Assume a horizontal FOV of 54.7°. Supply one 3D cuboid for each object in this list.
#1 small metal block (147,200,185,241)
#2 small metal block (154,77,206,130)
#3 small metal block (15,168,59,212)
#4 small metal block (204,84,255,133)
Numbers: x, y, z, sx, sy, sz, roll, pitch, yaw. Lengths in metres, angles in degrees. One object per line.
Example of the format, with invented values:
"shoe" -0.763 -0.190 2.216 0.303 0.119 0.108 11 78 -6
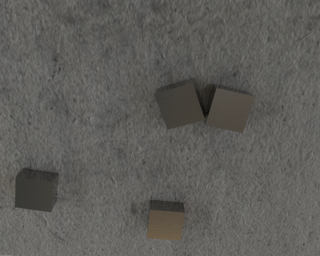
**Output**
"small metal block" 0.008 0.137 0.461 0.050 0.025 0.050 5 110 -3
"small metal block" 0.027 -0.031 0.394 0.050 0.025 0.050 -15 110 18
"small metal block" -0.175 0.088 0.440 0.050 0.025 0.050 10 110 -4
"small metal block" 0.088 -0.026 0.402 0.050 0.025 0.050 12 110 -5
